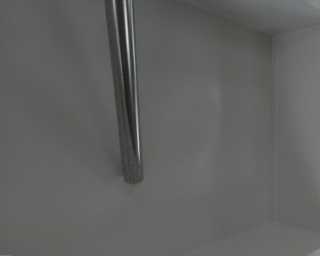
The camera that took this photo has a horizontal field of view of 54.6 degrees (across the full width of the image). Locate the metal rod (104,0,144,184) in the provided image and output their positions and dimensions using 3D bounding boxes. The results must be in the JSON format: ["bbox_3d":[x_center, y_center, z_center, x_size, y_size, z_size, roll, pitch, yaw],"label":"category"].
[{"bbox_3d":[-0.035,-0.064,0.298,0.025,0.025,0.298,-30,133,-36],"label":"metal rod"}]
